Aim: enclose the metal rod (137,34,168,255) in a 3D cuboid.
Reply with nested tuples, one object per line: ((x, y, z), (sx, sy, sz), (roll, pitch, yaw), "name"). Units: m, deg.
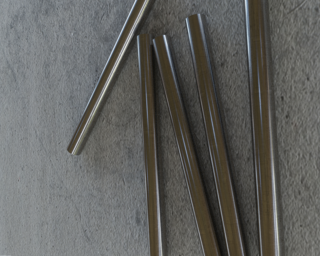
((-0.010, 0.026, 0.411), (0.025, 0.025, 0.298), (-6, 87, 39), "metal rod")

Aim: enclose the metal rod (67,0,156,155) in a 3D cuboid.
((-0.074, -0.081, 0.463), (0.025, 0.025, 0.298), (45, 116, 30), "metal rod")

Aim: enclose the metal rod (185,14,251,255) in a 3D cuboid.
((0.066, 0.016, 0.349), (0.025, 0.025, 0.298), (-15, 81, 39), "metal rod")

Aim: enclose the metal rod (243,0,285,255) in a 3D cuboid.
((0.105, -0.009, 0.316), (0.025, 0.025, 0.298), (-5, 87, 39), "metal rod")

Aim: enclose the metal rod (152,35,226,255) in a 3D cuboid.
((0.035, 0.029, 0.374), (0.025, 0.025, 0.299), (-21, 77, 38), "metal rod")
